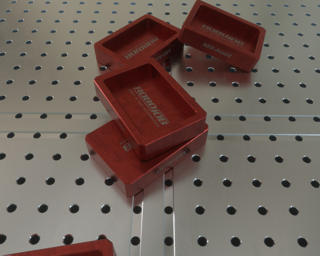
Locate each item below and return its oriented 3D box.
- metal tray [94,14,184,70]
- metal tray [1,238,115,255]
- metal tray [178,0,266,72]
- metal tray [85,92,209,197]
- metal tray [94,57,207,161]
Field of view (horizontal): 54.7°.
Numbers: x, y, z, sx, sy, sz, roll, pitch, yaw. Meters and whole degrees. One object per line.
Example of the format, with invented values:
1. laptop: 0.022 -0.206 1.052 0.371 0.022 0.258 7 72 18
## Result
1. metal tray: -0.032 -0.138 0.520 0.090 0.030 0.131 34 57 25
2. metal tray: -0.103 0.156 0.271 0.131 0.030 0.090 -7 50 -7
3. metal tray: 0.105 -0.155 0.515 0.131 0.030 0.090 24 52 0
4. metal tray: -0.015 0.014 0.392 0.131 0.030 0.090 -33 58 -25
5. metal tray: -0.015 -0.030 0.389 0.091 0.030 0.130 -25 55 -20
